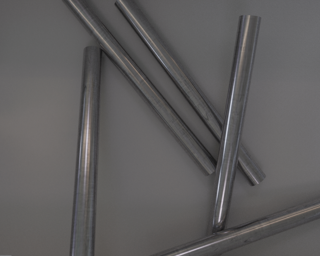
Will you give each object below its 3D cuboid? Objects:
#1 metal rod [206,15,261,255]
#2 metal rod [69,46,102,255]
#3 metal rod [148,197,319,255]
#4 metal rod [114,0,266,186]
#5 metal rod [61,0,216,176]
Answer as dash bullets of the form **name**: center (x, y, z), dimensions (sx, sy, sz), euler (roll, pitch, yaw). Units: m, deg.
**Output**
- **metal rod**: center (0.088, 0.018, 0.385), dimensions (0.025, 0.025, 0.298), euler (6, 101, 0)
- **metal rod**: center (-0.083, 0.036, 0.354), dimensions (0.025, 0.025, 0.299), euler (-2, 67, 0)
- **metal rod**: center (0.125, 0.127, 0.390), dimensions (0.302, 0.025, 0.025), euler (-15, 90, -9)
- **metal rod**: center (0.040, -0.050, 0.411), dimensions (0.025, 0.025, 0.299), euler (-37, 90, 0)
- **metal rod**: center (-0.025, -0.060, 0.410), dimensions (0.025, 0.025, 0.300), euler (-39, 90, 0)
